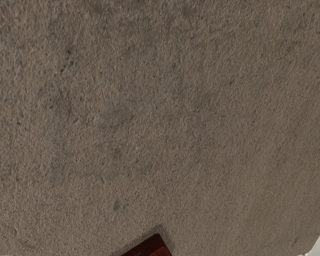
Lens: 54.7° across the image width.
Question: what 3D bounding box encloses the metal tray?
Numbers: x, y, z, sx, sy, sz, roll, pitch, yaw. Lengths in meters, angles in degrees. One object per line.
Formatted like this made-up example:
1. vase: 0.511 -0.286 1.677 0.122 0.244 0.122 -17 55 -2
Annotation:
1. metal tray: -0.039 0.250 0.538 0.131 0.030 0.090 -30 129 -10
